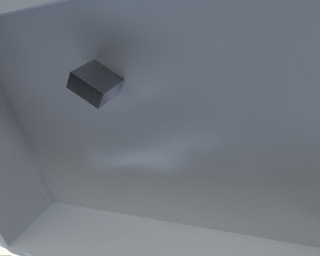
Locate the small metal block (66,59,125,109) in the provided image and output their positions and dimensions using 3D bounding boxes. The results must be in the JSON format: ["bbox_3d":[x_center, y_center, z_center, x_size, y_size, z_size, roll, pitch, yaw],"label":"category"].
[{"bbox_3d":[-0.083,-0.058,0.401,0.050,0.050,0.025,34,129,6],"label":"small metal block"}]
